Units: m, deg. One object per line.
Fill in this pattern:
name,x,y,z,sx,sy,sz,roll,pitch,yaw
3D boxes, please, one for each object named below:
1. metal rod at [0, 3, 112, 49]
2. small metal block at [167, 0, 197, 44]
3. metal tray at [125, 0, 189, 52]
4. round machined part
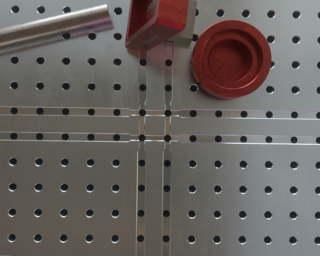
metal rod,-0.214,-0.118,0.410,0.302,0.025,0.025,-13,90,-1
small metal block,0.020,-0.144,0.414,0.050,0.025,0.050,7,90,-1
metal tray,-0.006,-0.146,0.359,0.030,0.130,0.089,7,90,-21
round machined part,0.090,-0.087,0.406,0.099,0.042,0.097,0,90,-1
